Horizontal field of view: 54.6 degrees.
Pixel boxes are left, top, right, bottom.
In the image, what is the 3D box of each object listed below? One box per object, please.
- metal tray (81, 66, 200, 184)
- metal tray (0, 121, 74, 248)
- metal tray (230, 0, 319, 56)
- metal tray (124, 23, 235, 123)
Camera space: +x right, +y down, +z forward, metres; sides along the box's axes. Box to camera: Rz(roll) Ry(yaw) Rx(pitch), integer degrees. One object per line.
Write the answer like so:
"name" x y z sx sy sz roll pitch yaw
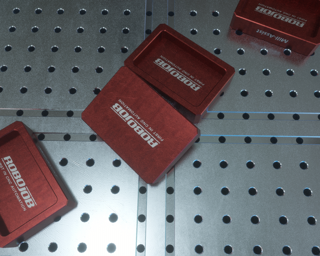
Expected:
"metal tray" -0.025 -0.005 0.395 0.130 0.030 0.090 43 95 14
"metal tray" -0.179 0.067 0.383 0.090 0.030 0.130 -33 74 -12
"metal tray" 0.185 -0.174 0.473 0.130 0.030 0.090 23 72 8
"metal tray" 0.027 -0.079 0.438 0.130 0.030 0.090 36 74 12
